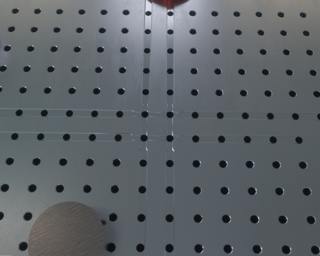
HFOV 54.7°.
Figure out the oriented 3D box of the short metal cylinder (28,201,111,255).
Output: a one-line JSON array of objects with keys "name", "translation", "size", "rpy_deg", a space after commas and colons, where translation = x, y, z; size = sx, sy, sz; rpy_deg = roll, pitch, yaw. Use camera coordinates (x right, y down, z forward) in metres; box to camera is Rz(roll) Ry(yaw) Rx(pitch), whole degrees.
[{"name": "short metal cylinder", "translation": [-0.099, 0.127, 0.351], "size": [0.081, 0.050, 0.080], "rpy_deg": [0, 70, 0]}]
